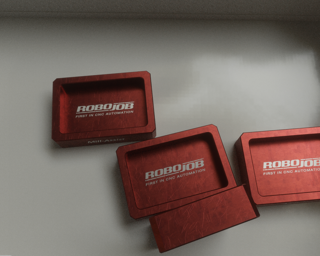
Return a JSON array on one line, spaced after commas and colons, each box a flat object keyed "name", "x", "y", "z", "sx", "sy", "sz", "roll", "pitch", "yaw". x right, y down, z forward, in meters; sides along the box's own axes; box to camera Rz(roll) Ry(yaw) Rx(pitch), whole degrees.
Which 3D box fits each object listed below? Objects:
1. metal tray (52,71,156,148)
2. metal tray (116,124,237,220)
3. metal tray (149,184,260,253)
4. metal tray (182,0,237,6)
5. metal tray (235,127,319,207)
[{"name": "metal tray", "x": -0.074, "y": -0.026, "z": 0.415, "sx": 0.131, "sy": 0.030, "sz": 0.090, "roll": -5, "pitch": 70, "yaw": -2}, {"name": "metal tray", "x": 0.019, "y": 0.054, "z": 0.386, "sx": 0.131, "sy": 0.030, "sz": 0.090, "roll": -14, "pitch": 71, "yaw": -5}, {"name": "metal tray", "x": 0.038, "y": 0.096, "z": 0.319, "sx": 0.091, "sy": 0.130, "sz": 0.030, "roll": -18, "pitch": 72, "yaw": -6}, {"name": "metal tray", "x": 0.075, "y": -0.265, "z": 0.505, "sx": 0.091, "sy": 0.030, "sz": 0.130, "roll": -6, "pitch": 70, "yaw": -2}, {"name": "metal tray", "x": 0.169, "y": 0.048, "z": 0.390, "sx": 0.131, "sy": 0.030, "sz": 0.090, "roll": -4, "pitch": 70, "yaw": -2}]
